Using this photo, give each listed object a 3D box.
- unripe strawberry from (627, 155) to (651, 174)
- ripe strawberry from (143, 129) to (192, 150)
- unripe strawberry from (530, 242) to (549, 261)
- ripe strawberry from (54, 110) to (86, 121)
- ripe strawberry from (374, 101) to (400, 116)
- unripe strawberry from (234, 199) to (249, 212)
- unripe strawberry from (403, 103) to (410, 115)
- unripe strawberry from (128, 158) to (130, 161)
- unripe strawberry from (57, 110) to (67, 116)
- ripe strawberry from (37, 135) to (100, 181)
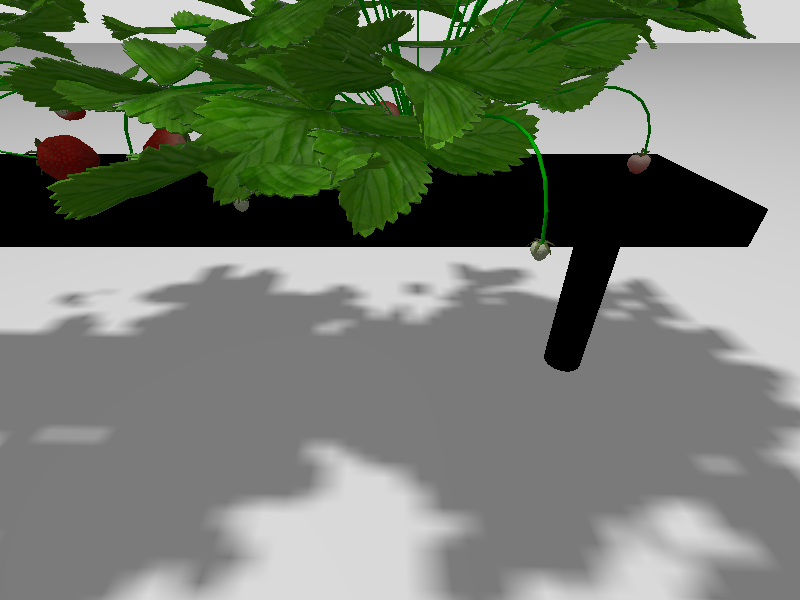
[{"bbox_3d":[0.203,-0.116,0.341,0.017,0.016,0.015,0,34,1],"label":"unripe strawberry"},{"bbox_3d":[-0.200,-0.129,0.345,0.037,0.036,0.040,1,34,2],"label":"ripe strawberry"},{"bbox_3d":[0.067,-0.024,0.194,0.009,0.010,0.010,-9,35,-14],"label":"unripe strawberry"},{"bbox_3d":[-0.438,-0.253,0.533,0.034,0.030,0.031,0,-3,-1],"label":"ripe strawberry"},{"bbox_3d":[-0.019,-0.202,0.452,0.040,0.042,0.043,-8,34,-11],"label":"ripe strawberry"},{"bbox_3d":[-0.108,-0.065,0.273,0.010,0.010,0.009,-22,40,-29],"label":"unripe strawberry"},{"bbox_3d":[0.014,-0.244,0.524,0.022,0.025,0.024,0,19,0],"label":"unripe strawberry"},{"bbox_3d":[-0.213,-0.112,0.322,0.010,0.010,0.009,-3,34,-4],"label":"unripe strawberry"},{"bbox_3d":[-0.431,-0.240,0.511,0.011,0.010,0.010,1,34,1],"label":"unripe strawberry"},{"bbox_3d":[-0.263,-0.112,0.320,0.036,0.036,0.040,5,35,6],"label":"ripe strawberry"}]
